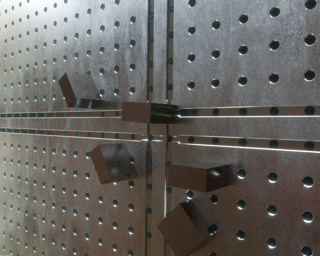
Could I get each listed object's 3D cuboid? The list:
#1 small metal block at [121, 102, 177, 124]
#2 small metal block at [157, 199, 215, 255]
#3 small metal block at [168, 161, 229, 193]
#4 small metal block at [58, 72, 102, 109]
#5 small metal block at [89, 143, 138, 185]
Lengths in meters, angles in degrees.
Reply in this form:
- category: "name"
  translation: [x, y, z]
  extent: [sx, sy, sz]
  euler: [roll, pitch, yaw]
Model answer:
- category: "small metal block"
  translation: [-0.014, -0.020, 0.406]
  extent: [0.050, 0.050, 0.025]
  euler: [6, 94, 40]
- category: "small metal block"
  translation: [0.031, 0.126, 0.385]
  extent: [0.050, 0.025, 0.050]
  euler: [-52, 60, 27]
- category: "small metal block"
  translation: [0.045, 0.054, 0.357]
  extent: [0.050, 0.050, 0.025]
  euler: [2, 91, 40]
- category: "small metal block"
  translation: [-0.129, -0.060, 0.501]
  extent: [0.025, 0.050, 0.050]
  euler: [-39, 66, 33]
- category: "small metal block"
  translation: [-0.067, 0.051, 0.450]
  extent: [0.025, 0.050, 0.050]
  euler: [-38, 67, 33]
